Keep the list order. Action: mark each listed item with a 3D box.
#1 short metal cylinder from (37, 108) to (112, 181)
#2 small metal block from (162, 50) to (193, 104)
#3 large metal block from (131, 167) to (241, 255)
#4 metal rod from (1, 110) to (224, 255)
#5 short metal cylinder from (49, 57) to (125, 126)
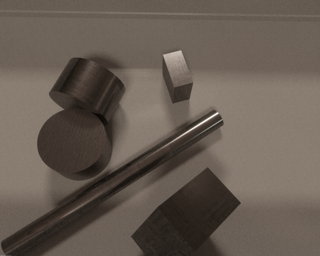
[{"bbox_3d":[-0.104,0.022,0.387,0.081,0.050,0.080,0,70,0],"label":"short metal cylinder"},{"bbox_3d":[0.023,-0.068,0.422,0.025,0.050,0.050,-15,71,-6],"label":"small metal block"},{"bbox_3d":[0.026,0.098,0.330,0.081,0.080,0.050,-29,70,-41],"label":"large metal block"},{"bbox_3d":[-0.049,0.063,0.385,0.301,0.025,0.025,-31,73,-11],"label":"metal rod"},{"bbox_3d":[-0.092,-0.045,0.396,0.080,0.080,0.050,22,72,7],"label":"short metal cylinder"}]
